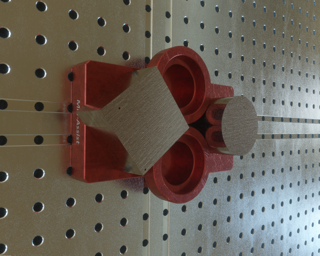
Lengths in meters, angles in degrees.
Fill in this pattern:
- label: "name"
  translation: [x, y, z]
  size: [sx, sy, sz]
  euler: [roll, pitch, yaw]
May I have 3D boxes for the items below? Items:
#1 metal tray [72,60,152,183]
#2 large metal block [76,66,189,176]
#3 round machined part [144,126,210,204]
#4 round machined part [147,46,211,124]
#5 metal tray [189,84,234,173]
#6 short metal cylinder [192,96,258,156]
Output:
- label: "metal tray"
  translation: [-0.053, -0.007, 0.361]
  size: [0.091, 0.030, 0.129]
  euler: [1, 90, -41]
- label: "large metal block"
  translation: [-0.026, -0.008, 0.331]
  size: [0.080, 0.050, 0.080]
  euler: [-44, 117, -31]
- label: "round machined part"
  translation: [0.017, 0.045, 0.400]
  size: [0.099, 0.042, 0.097]
  euler: [0, 90, -40]
- label: "round machined part"
  translation: [0.018, -0.053, 0.401]
  size: [0.099, 0.042, 0.097]
  euler: [0, 90, -40]
- label: "metal tray"
  translation: [0.070, 0.000, 0.462]
  size: [0.091, 0.030, 0.129]
  euler: [1, 90, -40]
- label: "short metal cylinder"
  translation: [0.091, -0.003, 0.429]
  size: [0.081, 0.050, 0.079]
  euler: [0, 90, -40]
